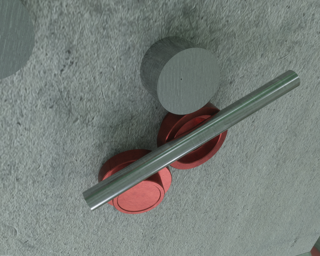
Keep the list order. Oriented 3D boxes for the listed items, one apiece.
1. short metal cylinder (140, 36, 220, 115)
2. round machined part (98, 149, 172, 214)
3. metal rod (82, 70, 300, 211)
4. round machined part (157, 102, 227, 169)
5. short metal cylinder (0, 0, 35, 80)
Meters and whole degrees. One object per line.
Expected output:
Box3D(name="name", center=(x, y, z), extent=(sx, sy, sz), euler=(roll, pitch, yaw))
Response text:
Box3D(name="short metal cylinder", center=(0.023, -0.062, 0.366), extent=(0.081, 0.050, 0.079), euler=(-14, 124, -21))
Box3D(name="round machined part", center=(-0.031, 0.078, 0.414), extent=(0.099, 0.042, 0.097), euler=(-9, 131, -10))
Box3D(name="metal rod", center=(0.046, 0.010, 0.381), extent=(0.301, 0.025, 0.025), euler=(-30, 129, -9))
Box3D(name="round machined part", center=(0.039, 0.005, 0.420), extent=(0.099, 0.042, 0.097), euler=(-16, 129, -21))
Box3D(name="short metal cylinder", center=(-0.150, -0.085, 0.257), extent=(0.081, 0.050, 0.079), euler=(-14, 125, -21))
